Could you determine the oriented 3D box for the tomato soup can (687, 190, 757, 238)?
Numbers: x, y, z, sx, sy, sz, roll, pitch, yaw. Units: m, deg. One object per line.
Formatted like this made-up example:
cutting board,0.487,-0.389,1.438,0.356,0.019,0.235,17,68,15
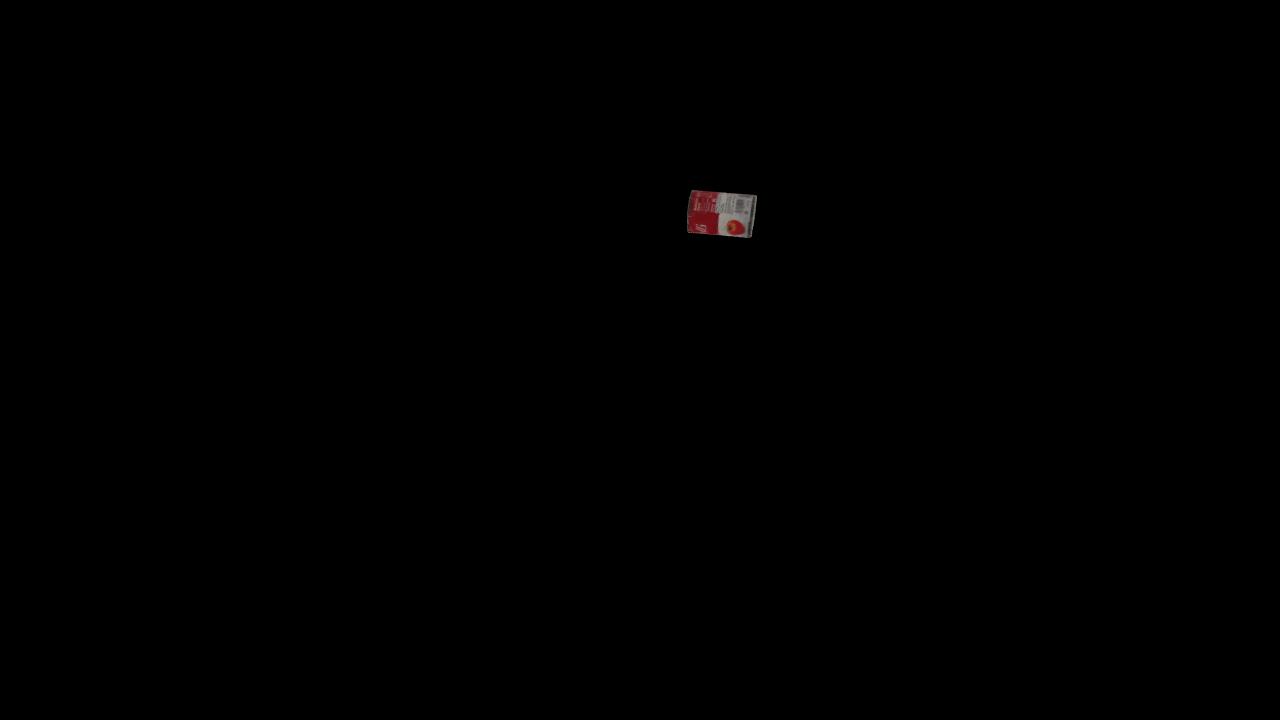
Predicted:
tomato soup can,0.129,-0.229,0.963,0.101,0.068,0.068,7,1,11
